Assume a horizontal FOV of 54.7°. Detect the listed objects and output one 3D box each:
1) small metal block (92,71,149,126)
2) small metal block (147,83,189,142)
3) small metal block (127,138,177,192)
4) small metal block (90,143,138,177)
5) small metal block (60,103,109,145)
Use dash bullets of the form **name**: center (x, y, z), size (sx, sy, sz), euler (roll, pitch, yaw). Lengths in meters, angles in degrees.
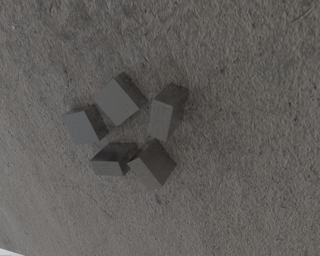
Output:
- **small metal block**: center (-0.053, -0.038, 0.411), size (0.050, 0.025, 0.050), euler (-34, 100, 38)
- **small metal block**: center (0.010, -0.020, 0.373), size (0.025, 0.050, 0.050), euler (22, 127, 15)
- **small metal block**: center (-0.010, 0.050, 0.427), size (0.025, 0.050, 0.050), euler (-29, 102, 38)
- **small metal block**: center (-0.065, 0.045, 0.453), size (0.050, 0.050, 0.025), euler (-2, 118, 29)
- **small metal block**: center (-0.112, -0.005, 0.463), size (0.050, 0.025, 0.050), euler (-10, 114, 32)
